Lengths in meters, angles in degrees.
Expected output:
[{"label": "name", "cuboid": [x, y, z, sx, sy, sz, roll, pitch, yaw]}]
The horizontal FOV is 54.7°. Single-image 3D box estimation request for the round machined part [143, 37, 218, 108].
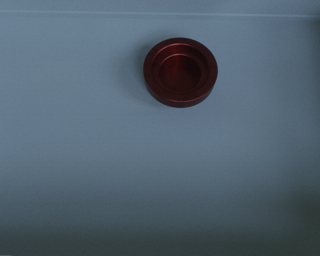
[{"label": "round machined part", "cuboid": [0.027, -0.072, 0.427, 0.099, 0.042, 0.098, 0, 70, -1]}]
